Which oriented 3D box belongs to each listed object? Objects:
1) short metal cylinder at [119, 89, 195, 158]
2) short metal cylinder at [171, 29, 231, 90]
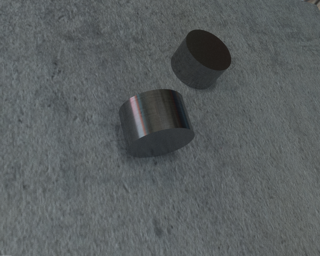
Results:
[{"bbox_3d":[-0.005,-0.003,0.370,0.081,0.080,0.050,-2,63,-29],"label":"short metal cylinder"},{"bbox_3d":[0.064,-0.108,0.490,0.081,0.050,0.080,14,56,-21],"label":"short metal cylinder"}]
